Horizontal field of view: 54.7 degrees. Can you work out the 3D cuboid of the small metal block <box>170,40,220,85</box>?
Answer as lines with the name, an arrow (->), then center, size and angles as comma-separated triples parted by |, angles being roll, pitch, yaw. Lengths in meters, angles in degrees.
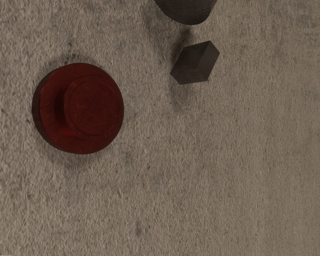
small metal block -> 0.048, -0.090, 0.431 | 0.025, 0.050, 0.050 | 41, 65, -33

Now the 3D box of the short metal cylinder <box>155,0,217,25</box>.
short metal cylinder -> 0.038, -0.182, 0.402 | 0.080, 0.080, 0.050 | 42, 65, -33

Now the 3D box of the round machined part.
round machined part -> -0.079, -0.021, 0.329 | 0.099, 0.042, 0.097 | 0, 90, -40
